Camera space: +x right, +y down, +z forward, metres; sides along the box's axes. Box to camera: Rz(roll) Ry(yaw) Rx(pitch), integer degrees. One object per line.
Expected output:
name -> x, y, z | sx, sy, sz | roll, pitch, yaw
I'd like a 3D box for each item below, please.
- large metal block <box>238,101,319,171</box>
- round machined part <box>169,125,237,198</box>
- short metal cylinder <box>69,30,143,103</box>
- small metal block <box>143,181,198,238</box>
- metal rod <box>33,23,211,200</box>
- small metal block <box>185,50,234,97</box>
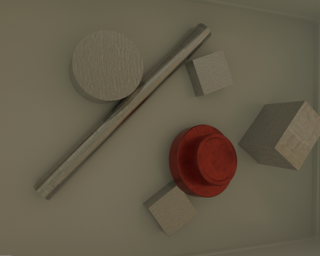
large metal block -> 0.174, 0.010, 0.447 | 0.050, 0.080, 0.080 | 41, 77, -16
round machined part -> 0.064, 0.043, 0.414 | 0.099, 0.042, 0.098 | 7, 77, -31
short metal cylinder -> -0.066, -0.071, 0.373 | 0.081, 0.050, 0.079 | 0, 90, -21
small metal block -> 0.014, 0.108, 0.417 | 0.050, 0.025, 0.050 | -36, 102, -17
metal rod -> -0.038, -0.030, 0.397 | 0.301, 0.025, 0.025 | -47, 105, -14
small metal block -> 0.070, -0.077, 0.438 | 0.050, 0.025, 0.050 | -22, 98, -19
